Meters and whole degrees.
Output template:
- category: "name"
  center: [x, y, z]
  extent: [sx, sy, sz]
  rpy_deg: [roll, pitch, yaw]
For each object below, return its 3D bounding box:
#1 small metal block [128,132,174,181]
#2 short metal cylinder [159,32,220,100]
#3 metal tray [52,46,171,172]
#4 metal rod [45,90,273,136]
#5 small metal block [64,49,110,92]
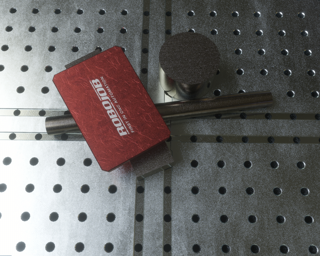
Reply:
- category: "small metal block"
  center: [-0.015, 0.033, 0.398]
  extent: [0.050, 0.025, 0.050]
  rpy_deg: [-22, 72, -8]
- category: "short metal cylinder"
  center: [0.039, -0.084, 0.429]
  extent: [0.081, 0.050, 0.080]
  rpy_deg: [0, 70, 0]
- category: "metal tray"
  center: [-0.058, -0.023, 0.376]
  extent: [0.090, 0.030, 0.130]
  rpy_deg: [-29, 84, -10]
- category: "metal rod"
  center: [0.001, -0.022, 0.420]
  extent: [0.302, 0.025, 0.025]
  rpy_deg: [-7, 70, -3]
- category: "small metal block"
  center: [-0.096, -0.074, 0.424]
  extent: [0.050, 0.050, 0.025]
  rpy_deg: [-30, 73, -11]
